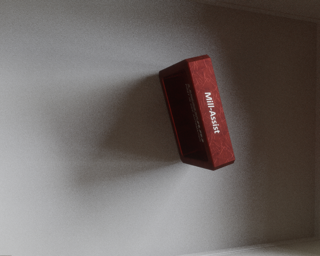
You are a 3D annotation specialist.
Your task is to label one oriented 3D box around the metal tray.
[{"bbox_3d":[0.043,-0.017,0.388,0.030,0.090,0.129,-17,96,-20],"label":"metal tray"}]
